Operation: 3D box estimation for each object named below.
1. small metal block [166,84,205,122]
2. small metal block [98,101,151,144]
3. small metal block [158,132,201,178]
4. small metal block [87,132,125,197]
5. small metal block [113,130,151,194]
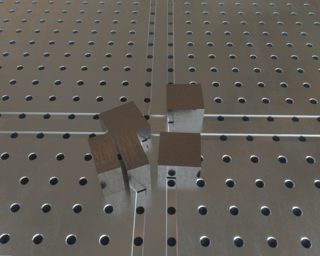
[{"bbox_3d":[0.034,-0.036,0.439,0.050,0.025,0.050,-1,50,-1],"label":"small metal block"},{"bbox_3d":[-0.047,-0.003,0.410,0.050,0.025,0.050,-24,54,-19],"label":"small metal block"},{"bbox_3d":[0.024,0.033,0.381,0.050,0.025,0.050,3,50,2],"label":"small metal block"},{"bbox_3d":[-0.061,0.042,0.356,0.025,0.050,0.050,-16,52,-13],"label":"small metal block"},{"bbox_3d":[-0.032,0.039,0.359,0.025,0.050,0.050,-17,52,-14],"label":"small metal block"}]
